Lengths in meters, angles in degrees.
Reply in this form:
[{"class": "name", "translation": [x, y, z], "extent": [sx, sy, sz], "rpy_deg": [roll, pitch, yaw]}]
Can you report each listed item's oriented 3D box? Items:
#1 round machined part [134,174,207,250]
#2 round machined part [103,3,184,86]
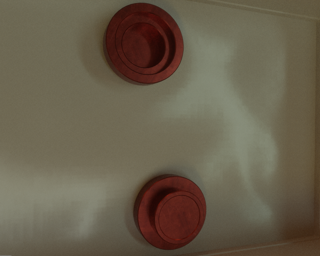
[{"class": "round machined part", "translation": [0.018, 0.112, 0.408], "extent": [0.099, 0.042, 0.097], "rpy_deg": [0, 90, -20]}, {"class": "round machined part", "translation": [-0.023, -0.102, 0.393], "extent": [0.099, 0.042, 0.097], "rpy_deg": [0, 90, -20]}]
